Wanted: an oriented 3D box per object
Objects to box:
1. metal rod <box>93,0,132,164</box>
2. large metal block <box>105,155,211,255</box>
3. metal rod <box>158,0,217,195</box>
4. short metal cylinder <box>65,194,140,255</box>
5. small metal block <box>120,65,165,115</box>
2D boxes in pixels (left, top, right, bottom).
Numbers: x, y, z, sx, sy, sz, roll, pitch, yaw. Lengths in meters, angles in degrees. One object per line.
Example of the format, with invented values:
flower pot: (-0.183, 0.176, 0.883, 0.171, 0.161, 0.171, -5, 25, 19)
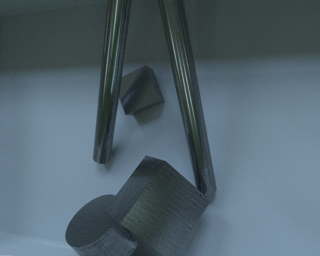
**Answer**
metal rod: (-0.055, -0.079, 0.360, 0.025, 0.025, 0.298, 25, 124, 18)
large metal block: (-0.002, 0.090, 0.362, 0.080, 0.050, 0.080, 43, 73, -23)
metal rod: (0.027, -0.057, 0.335, 0.025, 0.025, 0.298, -5, 113, 19)
short metal cylinder: (-0.072, 0.133, 0.398, 0.080, 0.080, 0.050, -20, 118, 18)
small metal block: (-0.028, -0.050, 0.420, 0.050, 0.025, 0.050, -23, 83, 18)
